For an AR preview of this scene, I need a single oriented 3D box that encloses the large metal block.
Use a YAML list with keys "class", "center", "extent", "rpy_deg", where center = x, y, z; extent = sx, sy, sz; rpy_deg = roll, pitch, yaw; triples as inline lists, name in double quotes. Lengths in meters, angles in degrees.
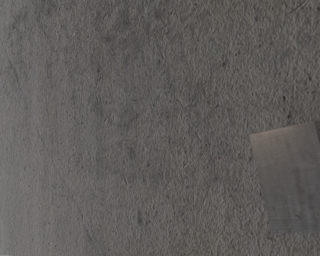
- class: "large metal block"
  center: [0.126, 0.039, 0.265]
  extent: [0.050, 0.081, 0.080]
  rpy_deg: [-17, 80, 39]
